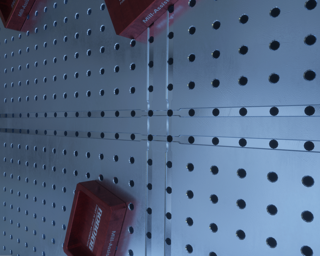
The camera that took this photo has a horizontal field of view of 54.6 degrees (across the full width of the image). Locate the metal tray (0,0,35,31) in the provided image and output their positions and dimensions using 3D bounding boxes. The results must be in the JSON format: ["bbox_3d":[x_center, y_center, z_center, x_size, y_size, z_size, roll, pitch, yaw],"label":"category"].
[{"bbox_3d":[-0.303,-0.285,0.658,0.129,0.030,0.090,-45,63,30],"label":"metal tray"}]

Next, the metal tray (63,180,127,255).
[{"bbox_3d":[-0.107,0.161,0.496,0.090,0.030,0.129,24,105,37],"label":"metal tray"}]

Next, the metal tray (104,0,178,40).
[{"bbox_3d":[-0.021,-0.196,0.424,0.130,0.030,0.090,-31,71,35],"label":"metal tray"}]
